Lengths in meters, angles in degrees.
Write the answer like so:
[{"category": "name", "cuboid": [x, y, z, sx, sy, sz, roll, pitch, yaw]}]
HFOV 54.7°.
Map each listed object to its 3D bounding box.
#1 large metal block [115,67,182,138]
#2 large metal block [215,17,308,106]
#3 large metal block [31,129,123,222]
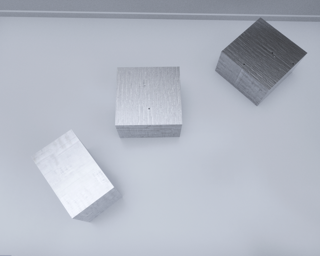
[{"category": "large metal block", "cuboid": [-0.014, -0.033, 0.408, 0.081, 0.050, 0.080, -1, 70, -1]}, {"category": "large metal block", "cuboid": [0.138, -0.092, 0.432, 0.080, 0.050, 0.080, -42, 76, -14]}, {"category": "large metal block", "cuboid": [-0.092, 0.059, 0.358, 0.050, 0.080, 0.080, -36, 74, -12]}]
